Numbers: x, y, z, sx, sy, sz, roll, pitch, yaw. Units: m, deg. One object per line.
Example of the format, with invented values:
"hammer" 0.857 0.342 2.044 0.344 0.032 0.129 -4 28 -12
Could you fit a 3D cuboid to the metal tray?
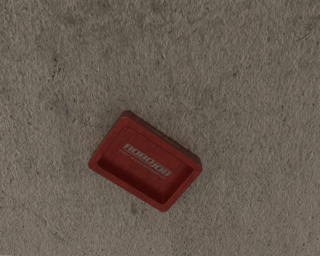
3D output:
"metal tray" -0.019 0.047 0.426 0.130 0.030 0.090 34 106 -12
